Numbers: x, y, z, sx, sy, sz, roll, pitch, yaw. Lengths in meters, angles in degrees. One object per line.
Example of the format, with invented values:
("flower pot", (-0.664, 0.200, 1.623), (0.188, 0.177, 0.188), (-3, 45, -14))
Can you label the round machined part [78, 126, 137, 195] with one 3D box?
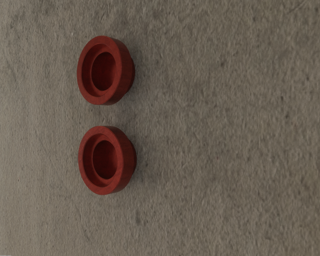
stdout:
("round machined part", (-0.072, 0.045, 0.451), (0.098, 0.042, 0.097), (0, 90, 39))

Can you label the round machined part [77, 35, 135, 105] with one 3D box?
("round machined part", (-0.075, -0.082, 0.453), (0.098, 0.042, 0.097), (0, 90, 39))
